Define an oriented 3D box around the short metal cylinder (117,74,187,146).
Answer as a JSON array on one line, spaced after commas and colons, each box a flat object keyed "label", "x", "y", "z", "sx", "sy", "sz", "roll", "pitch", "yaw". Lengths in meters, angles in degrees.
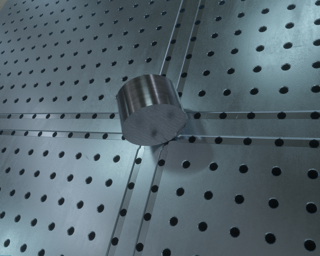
[{"label": "short metal cylinder", "x": -0.012, "y": -0.021, "z": 0.392, "sx": 0.080, "sy": 0.080, "sz": 0.050, "roll": -25, "pitch": 52, "yaw": 13}]
